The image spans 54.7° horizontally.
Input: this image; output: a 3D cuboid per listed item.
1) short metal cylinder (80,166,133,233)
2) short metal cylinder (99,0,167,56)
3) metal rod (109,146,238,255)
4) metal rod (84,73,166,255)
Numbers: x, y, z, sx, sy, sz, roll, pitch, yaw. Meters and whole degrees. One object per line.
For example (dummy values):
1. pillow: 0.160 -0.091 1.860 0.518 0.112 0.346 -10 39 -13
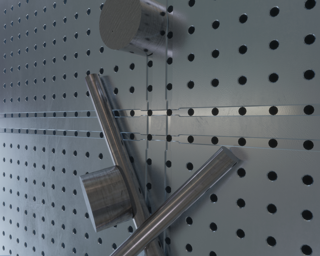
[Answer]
1. short metal cylinder: -0.076 0.098 0.433 0.080 0.050 0.080 165 90 -70
2. short metal cylinder: -0.037 -0.143 0.424 0.080 0.050 0.079 0 90 40
3. metal rod: -0.017 0.134 0.393 0.299 0.025 0.025 -48 61 19
4. metal rod: -0.055 0.051 0.454 0.025 0.025 0.299 -35 69 34
